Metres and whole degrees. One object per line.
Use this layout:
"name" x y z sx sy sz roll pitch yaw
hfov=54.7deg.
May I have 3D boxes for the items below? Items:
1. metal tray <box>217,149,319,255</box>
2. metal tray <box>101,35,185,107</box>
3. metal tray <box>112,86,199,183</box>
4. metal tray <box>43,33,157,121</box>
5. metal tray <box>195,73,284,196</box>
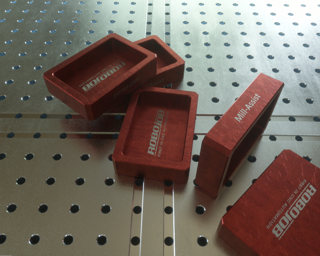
"metal tray" 0.136 0.091 0.330 0.090 0.030 0.131 37 59 27
"metal tray" -0.038 -0.092 0.481 0.131 0.030 0.090 -26 55 -21
"metal tray" -0.001 0.003 0.401 0.090 0.030 0.130 7 50 5
"metal tray" -0.078 -0.076 0.427 0.090 0.030 0.131 33 57 24
"metal tray" 0.092 0.006 0.361 0.030 0.089 0.131 31 56 23
